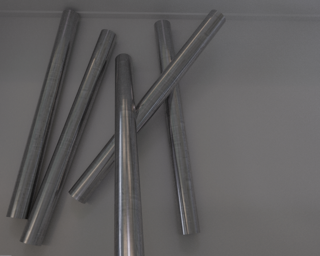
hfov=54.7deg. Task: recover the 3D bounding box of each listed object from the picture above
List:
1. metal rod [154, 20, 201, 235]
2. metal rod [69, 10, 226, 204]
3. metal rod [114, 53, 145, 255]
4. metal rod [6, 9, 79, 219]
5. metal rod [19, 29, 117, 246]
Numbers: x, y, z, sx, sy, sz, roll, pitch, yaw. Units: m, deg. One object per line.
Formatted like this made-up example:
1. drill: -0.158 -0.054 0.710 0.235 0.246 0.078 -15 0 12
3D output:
1. metal rod: 0.019 -0.015 0.415 0.025 0.025 0.299 -6 70 -2
2. metal rod: -0.011 -0.033 0.399 0.025 0.025 0.300 36 82 12
3. metal rod: -0.038 0.012 0.344 0.025 0.025 0.300 -6 47 -2
4. metal rod: -0.153 -0.032 0.420 0.025 0.025 0.299 6 70 2
5. metal rod: -0.113 -0.002 0.409 0.025 0.025 0.299 14 70 5
